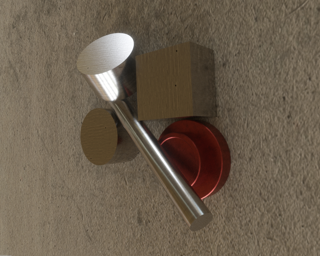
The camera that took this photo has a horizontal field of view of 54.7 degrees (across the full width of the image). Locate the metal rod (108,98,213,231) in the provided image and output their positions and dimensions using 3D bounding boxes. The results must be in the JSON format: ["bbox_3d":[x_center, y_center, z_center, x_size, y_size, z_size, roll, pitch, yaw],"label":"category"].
[{"bbox_3d":[-0.030,0.000,0.387,0.025,0.025,0.300,-60,43,23],"label":"metal rod"}]

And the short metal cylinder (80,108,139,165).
[{"bbox_3d":[-0.070,0.012,0.449,0.080,0.050,0.080,0,90,40],"label":"short metal cylinder"}]

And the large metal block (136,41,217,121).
[{"bbox_3d":[0.019,-0.051,0.372,0.080,0.050,0.080,-4,88,40],"label":"large metal block"}]

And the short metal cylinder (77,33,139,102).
[{"bbox_3d":[-0.063,-0.082,0.418,0.080,0.050,0.080,-11,50,14],"label":"short metal cylinder"}]

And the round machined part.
[{"bbox_3d":[0.030,0.038,0.369,0.098,0.042,0.097,0,90,40],"label":"round machined part"}]
